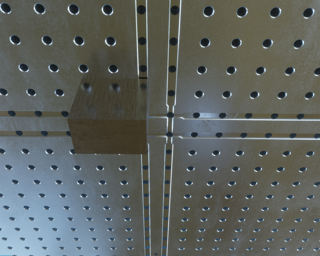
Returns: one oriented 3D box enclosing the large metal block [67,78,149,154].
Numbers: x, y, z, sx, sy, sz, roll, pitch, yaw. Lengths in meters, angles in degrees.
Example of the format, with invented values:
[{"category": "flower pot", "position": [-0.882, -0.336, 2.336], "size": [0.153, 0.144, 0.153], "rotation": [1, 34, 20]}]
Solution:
[{"category": "large metal block", "position": [-0.054, -0.015, 0.362], "size": [0.080, 0.080, 0.050], "rotation": [1, 130, -1]}]
